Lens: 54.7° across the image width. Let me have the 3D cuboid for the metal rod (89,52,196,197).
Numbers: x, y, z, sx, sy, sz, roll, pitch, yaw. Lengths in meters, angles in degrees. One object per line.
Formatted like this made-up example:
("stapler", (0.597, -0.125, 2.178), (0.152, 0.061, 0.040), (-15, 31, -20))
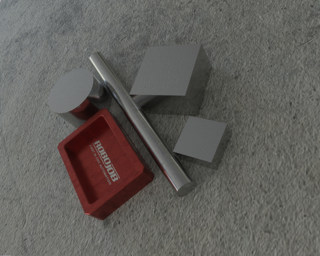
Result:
("metal rod", (-0.040, -0.025, 0.440), (0.025, 0.025, 0.300), (-38, 51, 2))

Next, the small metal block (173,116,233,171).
("small metal block", (0.051, 0.017, 0.368), (0.050, 0.025, 0.050), (14, 69, 33))

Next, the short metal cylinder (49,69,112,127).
("short metal cylinder", (-0.122, -0.045, 0.479), (0.080, 0.050, 0.080), (-13, 56, 20))

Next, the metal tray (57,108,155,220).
("metal tray", (-0.077, 0.043, 0.414), (0.090, 0.030, 0.130), (-39, 51, 1))

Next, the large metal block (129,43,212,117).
("large metal block", (0.017, -0.064, 0.419), (0.080, 0.050, 0.080), (5, 64, 30))
